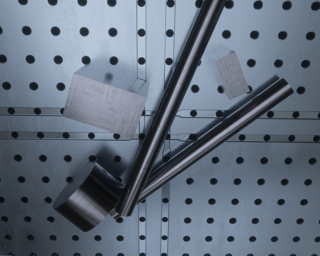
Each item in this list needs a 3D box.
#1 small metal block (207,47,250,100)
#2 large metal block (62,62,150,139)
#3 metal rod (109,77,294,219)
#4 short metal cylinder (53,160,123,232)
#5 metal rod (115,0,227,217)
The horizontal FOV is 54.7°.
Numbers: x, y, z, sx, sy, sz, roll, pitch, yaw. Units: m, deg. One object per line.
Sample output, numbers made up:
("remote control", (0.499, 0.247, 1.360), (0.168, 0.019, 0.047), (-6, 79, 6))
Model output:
("small metal block", (0.083, -0.067, 0.376), (0.025, 0.050, 0.050), (-24, 109, 8))
("large metal block", (-0.060, -0.036, 0.370), (0.080, 0.080, 0.050), (18, 109, -7))
("metal rod", (0.046, 0.034, 0.426), (0.300, 0.025, 0.025), (-37, 106, 12))
("short metal cylinder", (-0.096, 0.090, 0.416), (0.080, 0.080, 0.050), (-42, 105, 13))
("metal rod", (0.008, -0.019, 0.393), (0.025, 0.025, 0.298), (22, 103, -8))
